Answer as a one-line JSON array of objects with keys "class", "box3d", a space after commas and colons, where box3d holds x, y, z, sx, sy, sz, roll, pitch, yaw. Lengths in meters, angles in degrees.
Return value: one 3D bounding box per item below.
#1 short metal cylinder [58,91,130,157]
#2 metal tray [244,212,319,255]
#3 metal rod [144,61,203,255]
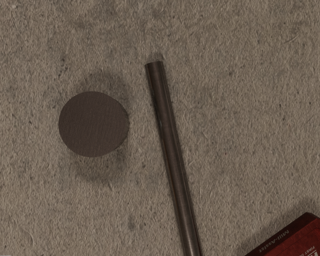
[{"class": "short metal cylinder", "box3d": [-0.082, -0.005, 0.396, 0.081, 0.050, 0.079, 0, 90, -1]}, {"class": "metal tray", "box3d": [0.177, 0.186, 0.409, 0.130, 0.030, 0.090, -35, 90, -1]}, {"class": "metal rod", "box3d": [0.022, 0.061, 0.410, 0.025, 0.025, 0.298, -12, 90, 0]}]
